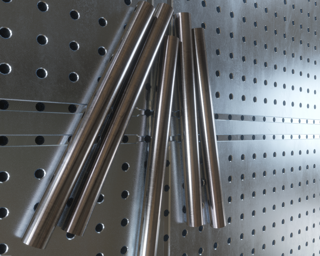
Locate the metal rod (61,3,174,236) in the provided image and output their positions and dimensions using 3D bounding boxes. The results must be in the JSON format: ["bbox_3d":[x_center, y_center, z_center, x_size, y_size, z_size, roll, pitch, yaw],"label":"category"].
[{"bbox_3d":[-0.043,-0.024,0.372,0.025,0.025,0.300,32,70,-35],"label":"metal rod"}]

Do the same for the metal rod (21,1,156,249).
[{"bbox_3d":[-0.071,-0.019,0.348,0.025,0.025,0.300,34,69,-35],"label":"metal rod"}]

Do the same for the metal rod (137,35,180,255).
[{"bbox_3d":[-0.002,0.027,0.406,0.025,0.025,0.299,11,83,-40],"label":"metal rod"}]

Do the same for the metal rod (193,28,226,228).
[{"bbox_3d":[0.071,0.004,0.467,0.025,0.025,0.298,-13,98,-39],"label":"metal rod"}]

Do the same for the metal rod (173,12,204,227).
[{"bbox_3d":[0.041,-0.009,0.442,0.025,0.025,0.298,-7,94,-40],"label":"metal rod"}]
